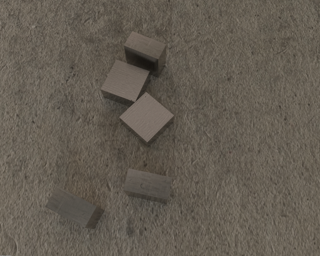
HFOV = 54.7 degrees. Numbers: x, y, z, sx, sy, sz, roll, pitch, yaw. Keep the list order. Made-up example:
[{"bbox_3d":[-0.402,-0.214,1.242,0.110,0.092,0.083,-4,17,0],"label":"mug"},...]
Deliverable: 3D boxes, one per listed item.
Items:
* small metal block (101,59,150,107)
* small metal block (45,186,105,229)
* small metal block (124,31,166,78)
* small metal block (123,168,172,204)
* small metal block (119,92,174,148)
[{"bbox_3d":[-0.047,-0.060,0.430,0.050,0.025,0.050,21,71,7],"label":"small metal block"},{"bbox_3d":[-0.097,0.094,0.360,0.050,0.050,0.025,25,72,8],"label":"small metal block"},{"bbox_3d":[-0.020,-0.101,0.432,0.050,0.050,0.025,24,72,8],"label":"small metal block"},{"bbox_3d":[-0.014,0.071,0.369,0.050,0.050,0.025,11,71,4],"label":"small metal block"},{"bbox_3d":[-0.017,-0.011,0.412,0.050,0.025,0.050,41,75,13],"label":"small metal block"}]
